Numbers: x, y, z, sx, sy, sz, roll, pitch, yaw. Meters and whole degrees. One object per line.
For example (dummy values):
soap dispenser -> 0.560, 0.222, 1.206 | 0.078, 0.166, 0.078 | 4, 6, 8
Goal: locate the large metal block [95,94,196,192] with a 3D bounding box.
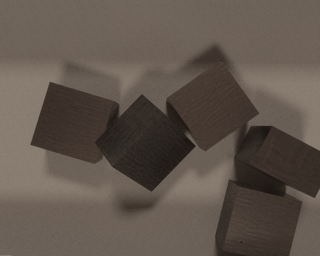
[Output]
large metal block -> -0.016, 0.020, 0.378 | 0.080, 0.050, 0.080 | -46, 135, 0

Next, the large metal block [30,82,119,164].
large metal block -> -0.106, -0.006, 0.398 | 0.080, 0.050, 0.080 | 17, 90, -1

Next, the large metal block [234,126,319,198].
large metal block -> 0.149, 0.038, 0.386 | 0.080, 0.080, 0.050 | 28, 90, -1

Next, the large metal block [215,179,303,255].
large metal block -> 0.125, 0.119, 0.401 | 0.080, 0.050, 0.080 | 14, 90, -1

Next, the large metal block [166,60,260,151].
large metal block -> 0.065, -0.027, 0.400 | 0.080, 0.050, 0.080 | -35, 90, 0
